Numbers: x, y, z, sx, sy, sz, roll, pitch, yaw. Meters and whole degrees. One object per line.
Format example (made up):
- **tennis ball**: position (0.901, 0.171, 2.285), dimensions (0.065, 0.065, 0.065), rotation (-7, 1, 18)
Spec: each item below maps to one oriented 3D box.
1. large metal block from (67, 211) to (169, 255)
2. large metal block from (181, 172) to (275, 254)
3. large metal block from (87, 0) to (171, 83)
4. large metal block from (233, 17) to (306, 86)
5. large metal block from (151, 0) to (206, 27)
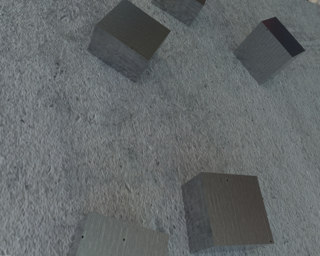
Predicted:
- **large metal block**: position (-0.044, 0.132, 0.283), dimensions (0.080, 0.050, 0.080), rotation (22, 54, -15)
- **large metal block**: position (0.077, 0.101, 0.367), dimensions (0.081, 0.050, 0.080), rotation (8, 58, -24)
- **large metal block**: position (-0.043, -0.124, 0.440), dimensions (0.080, 0.050, 0.080), rotation (34, 51, -6)
- **large metal block**: position (0.193, -0.137, 0.556), dimensions (0.050, 0.080, 0.080), rotation (-28, 77, -37)
- **large metal block**: position (0.041, -0.243, 0.558), dimensions (0.080, 0.050, 0.080), rotation (29, 52, -10)
